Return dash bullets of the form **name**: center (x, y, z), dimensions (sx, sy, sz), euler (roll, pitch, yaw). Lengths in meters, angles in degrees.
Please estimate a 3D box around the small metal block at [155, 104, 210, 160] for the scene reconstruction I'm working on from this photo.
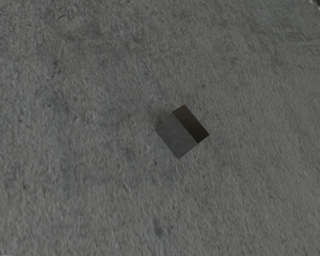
- **small metal block**: center (0.028, 0.006, 0.401), dimensions (0.025, 0.050, 0.050), euler (-33, 80, -38)
